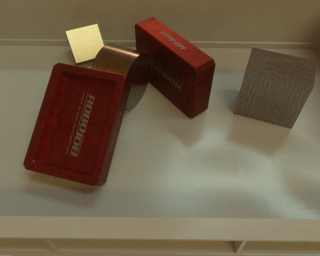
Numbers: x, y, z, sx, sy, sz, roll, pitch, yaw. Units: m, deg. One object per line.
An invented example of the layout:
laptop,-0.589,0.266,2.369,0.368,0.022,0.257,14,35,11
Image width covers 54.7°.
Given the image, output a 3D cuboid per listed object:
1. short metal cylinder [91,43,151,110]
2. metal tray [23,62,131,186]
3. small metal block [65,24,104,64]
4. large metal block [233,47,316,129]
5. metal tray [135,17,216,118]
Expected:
short metal cylinder,-0.053,-0.071,0.429,0.050,0.080,0.080,20,53,15
metal tray,-0.095,-0.005,0.365,0.090,0.030,0.129,12,81,9
small metal block,-0.119,-0.134,0.497,0.050,0.050,0.025,-20,13,-16
large metal block,0.151,-0.053,0.416,0.080,0.080,0.050,16,52,12
metal tray,0.016,-0.085,0.434,0.030,0.089,0.130,-31,57,-23
